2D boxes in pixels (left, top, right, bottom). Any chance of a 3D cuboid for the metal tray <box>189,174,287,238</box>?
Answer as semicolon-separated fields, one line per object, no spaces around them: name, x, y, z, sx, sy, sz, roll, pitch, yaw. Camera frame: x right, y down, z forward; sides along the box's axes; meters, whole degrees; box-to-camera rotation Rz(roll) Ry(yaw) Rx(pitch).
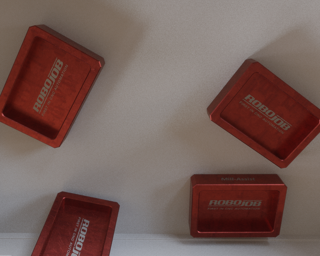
metal tray;0.110;0.114;0.452;0.131;0.030;0.089;0;110;-1

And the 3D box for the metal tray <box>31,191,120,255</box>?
metal tray;-0.110;0.150;0.407;0.091;0.130;0.030;13;127;-5

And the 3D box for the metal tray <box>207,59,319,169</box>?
metal tray;0.139;-0.017;0.404;0.130;0.030;0.090;33;106;-12

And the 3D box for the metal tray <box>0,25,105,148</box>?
metal tray;-0.139;-0.050;0.388;0.090;0.030;0.129;29;107;-11
